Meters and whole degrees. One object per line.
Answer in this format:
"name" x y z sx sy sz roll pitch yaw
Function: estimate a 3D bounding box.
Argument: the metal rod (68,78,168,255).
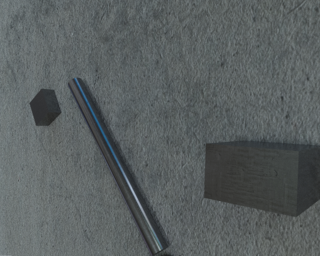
"metal rod" -0.071 0.042 0.461 0.025 0.025 0.299 -45 63 30

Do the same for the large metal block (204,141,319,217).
"large metal block" 0.098 0.040 0.288 0.080 0.081 0.050 3 92 39

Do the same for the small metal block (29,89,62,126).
"small metal block" -0.215 -0.038 0.578 0.050 0.025 0.050 -36 68 34
